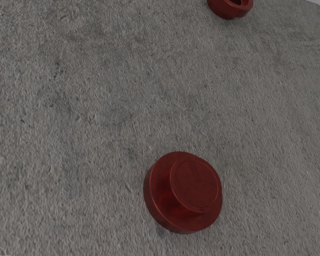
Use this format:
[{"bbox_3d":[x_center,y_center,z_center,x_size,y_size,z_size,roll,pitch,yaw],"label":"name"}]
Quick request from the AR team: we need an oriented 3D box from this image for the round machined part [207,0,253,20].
[{"bbox_3d":[0.134,-0.257,0.622,0.099,0.042,0.098,14,56,-21],"label":"round machined part"}]

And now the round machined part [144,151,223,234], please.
[{"bbox_3d":[0.034,0.072,0.367,0.099,0.042,0.098,14,56,-21],"label":"round machined part"}]
